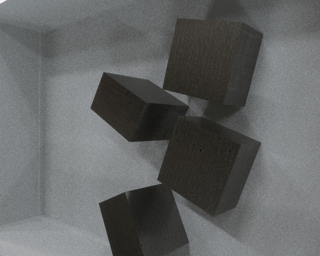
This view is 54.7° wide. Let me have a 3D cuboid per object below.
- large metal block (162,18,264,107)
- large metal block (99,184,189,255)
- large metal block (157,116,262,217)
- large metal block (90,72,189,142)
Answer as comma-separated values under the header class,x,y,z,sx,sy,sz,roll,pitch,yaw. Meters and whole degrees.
class,x,y,z,sx,sy,sz,roll,pitch,yaw
large metal block,0.057,-0.072,0.342,0.080,0.050,0.079,19,102,38
large metal block,-0.019,0.118,0.385,0.050,0.081,0.080,-30,72,36
large metal block,0.053,0.038,0.346,0.080,0.050,0.079,27,107,36
large metal block,-0.025,-0.026,0.390,0.080,0.081,0.050,37,113,33
